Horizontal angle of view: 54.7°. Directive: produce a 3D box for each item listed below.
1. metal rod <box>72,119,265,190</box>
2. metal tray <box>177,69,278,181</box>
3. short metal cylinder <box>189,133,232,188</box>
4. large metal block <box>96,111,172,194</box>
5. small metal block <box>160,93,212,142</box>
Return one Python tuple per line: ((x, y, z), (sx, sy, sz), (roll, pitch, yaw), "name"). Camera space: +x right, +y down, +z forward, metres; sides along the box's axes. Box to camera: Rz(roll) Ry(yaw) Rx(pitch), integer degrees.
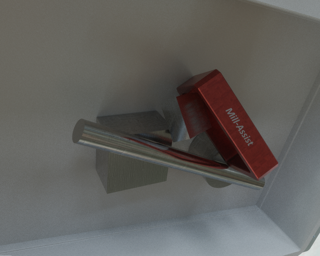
((0.036, 0.043, 0.389), (0.302, 0.025, 0.025), (19, 108, -36), "metal rod")
((0.077, -0.005, 0.374), (0.030, 0.090, 0.130), (-36, 100, -6), "metal tray")
((0.090, 0.043, 0.469), (0.081, 0.050, 0.079), (-14, 125, -21), "short metal cylinder")
((-0.034, 0.028, 0.391), (0.081, 0.050, 0.079), (-8, 122, -25), "large metal block")
((0.032, -0.015, 0.373), (0.050, 0.025, 0.050), (-23, 96, -48), "small metal block")
